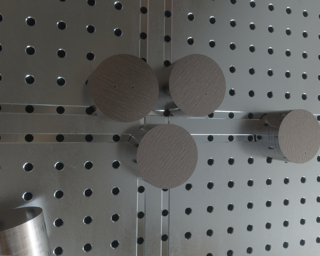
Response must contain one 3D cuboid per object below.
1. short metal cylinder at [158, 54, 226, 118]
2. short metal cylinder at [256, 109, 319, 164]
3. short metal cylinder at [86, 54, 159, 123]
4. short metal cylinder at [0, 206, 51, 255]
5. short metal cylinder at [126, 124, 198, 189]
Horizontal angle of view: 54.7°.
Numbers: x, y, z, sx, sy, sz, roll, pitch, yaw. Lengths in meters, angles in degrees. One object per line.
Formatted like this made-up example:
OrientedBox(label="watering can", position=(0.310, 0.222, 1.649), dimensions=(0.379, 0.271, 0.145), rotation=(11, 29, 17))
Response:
OrientedBox(label="short metal cylinder", position=(0.040, -0.054, 0.415), dimensions=(0.081, 0.050, 0.079), rotation=(0, 90, -21))
OrientedBox(label="short metal cylinder", position=(0.196, 0.012, 0.474), dimensions=(0.081, 0.050, 0.079), rotation=(0, 90, -21))
OrientedBox(label="short metal cylinder", position=(-0.048, -0.046, 0.382), dimensions=(0.081, 0.050, 0.079), rotation=(0, 90, -20))
OrientedBox(label="short metal cylinder", position=(-0.161, 0.121, 0.324), dimensions=(0.081, 0.080, 0.050), rotation=(-11, 94, -20))
OrientedBox(label="short metal cylinder", position=(0.002, 0.034, 0.401), dimensions=(0.081, 0.050, 0.079), rotation=(0, 90, -21))
